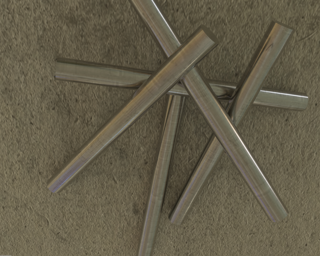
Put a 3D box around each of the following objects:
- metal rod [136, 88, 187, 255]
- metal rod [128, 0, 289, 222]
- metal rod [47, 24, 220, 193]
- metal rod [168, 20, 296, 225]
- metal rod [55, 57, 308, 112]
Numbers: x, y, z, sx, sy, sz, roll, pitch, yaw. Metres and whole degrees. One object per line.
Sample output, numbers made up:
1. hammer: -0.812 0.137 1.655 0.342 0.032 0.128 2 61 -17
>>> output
1. metal rod: 0.001 0.067 0.434 0.025 0.025 0.298 10 110 -4
2. metal rod: 0.057 -0.021 0.344 0.025 0.025 0.299 -32 98 11
3. metal rod: -0.051 -0.003 0.365 0.025 0.025 0.299 41 121 -14
4. metal rod: 0.074 0.015 0.385 0.025 0.025 0.298 19 121 -7
5. metal rod: 0.036 -0.049 0.366 0.302 0.025 0.025 6 110 -13
